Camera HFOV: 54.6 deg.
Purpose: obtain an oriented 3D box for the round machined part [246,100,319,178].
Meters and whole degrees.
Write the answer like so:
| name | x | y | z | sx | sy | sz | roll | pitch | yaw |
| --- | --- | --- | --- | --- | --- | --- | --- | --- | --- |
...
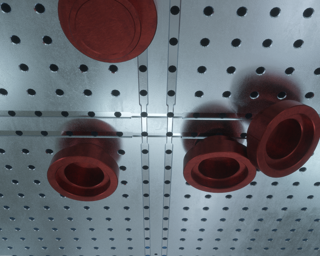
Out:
| name | x | y | z | sx | sy | sz | roll | pitch | yaw |
| --- | --- | --- | --- | --- | --- | --- | --- | --- | --- |
| round machined part | 0.150 | 0.010 | 0.393 | 0.099 | 0.042 | 0.097 | -10 | 116 | -21 |

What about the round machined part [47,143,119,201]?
| name | x | y | z | sx | sy | sz | roll | pitch | yaw |
| --- | --- | --- | --- | --- | --- | --- | --- | --- | --- |
| round machined part | -0.108 | 0.060 | 0.451 | 0.099 | 0.042 | 0.097 | 0 | 130 | 0 |

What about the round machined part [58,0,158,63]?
| name | x | y | z | sx | sy | sz | roll | pitch | yaw |
| --- | --- | --- | --- | --- | --- | --- | --- | --- | --- |
| round machined part | -0.052 | -0.108 | 0.308 | 0.099 | 0.042 | 0.097 | 0 | 130 | 0 |

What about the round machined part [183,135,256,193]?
| name | x | y | z | sx | sy | sz | roll | pitch | yaw |
| --- | --- | --- | --- | --- | --- | --- | --- | --- | --- |
| round machined part | 0.082 | 0.047 | 0.436 | 0.098 | 0.042 | 0.097 | 2 | 137 | 3 |
